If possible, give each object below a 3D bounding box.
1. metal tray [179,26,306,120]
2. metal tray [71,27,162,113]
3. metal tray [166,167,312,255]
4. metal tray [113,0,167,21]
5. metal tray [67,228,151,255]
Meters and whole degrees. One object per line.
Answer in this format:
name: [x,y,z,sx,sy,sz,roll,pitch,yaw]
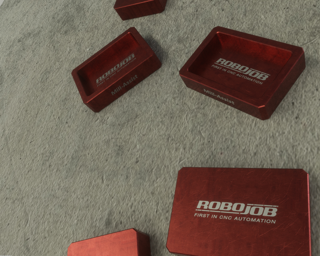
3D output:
metal tray: [0.100,-0.075,0.393,0.130,0.030,0.090,31,78,37]
metal tray: [-0.073,-0.095,0.496,0.130,0.030,0.090,-35,51,4]
metal tray: [0.077,0.087,0.307,0.130,0.030,0.090,-3,60,26]
metal tray: [-0.026,-0.265,0.577,0.090,0.030,0.130,-1,61,27]
metal tray: [-0.053,0.179,0.318,0.090,0.030,0.130,-19,54,17]
